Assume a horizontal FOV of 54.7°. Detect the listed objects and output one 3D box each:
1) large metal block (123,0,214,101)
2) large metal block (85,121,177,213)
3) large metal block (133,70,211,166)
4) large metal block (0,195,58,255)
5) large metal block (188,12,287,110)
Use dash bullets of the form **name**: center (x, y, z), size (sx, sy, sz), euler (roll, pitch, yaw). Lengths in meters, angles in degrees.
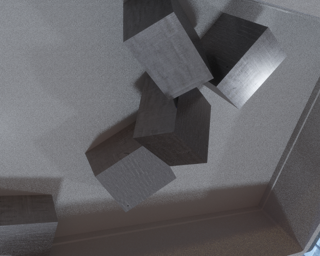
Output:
- **large metal block**: center (0.007, -0.089, 0.313), size (0.050, 0.080, 0.080), euler (-26, 132, 18)
- **large metal block**: center (-0.036, 0.049, 0.403), size (0.080, 0.050, 0.080), euler (-33, 129, -7)
- **large metal block**: center (0.019, -0.009, 0.364), size (0.050, 0.080, 0.080), euler (-10, 147, 31)
- **large metal block**: center (-0.177, 0.129, 0.376), size (0.081, 0.050, 0.079), euler (6, 115, -31)
- **large metal block**: center (0.085, -0.081, 0.369), size (0.080, 0.080, 0.050), euler (-49, 129, 7)
